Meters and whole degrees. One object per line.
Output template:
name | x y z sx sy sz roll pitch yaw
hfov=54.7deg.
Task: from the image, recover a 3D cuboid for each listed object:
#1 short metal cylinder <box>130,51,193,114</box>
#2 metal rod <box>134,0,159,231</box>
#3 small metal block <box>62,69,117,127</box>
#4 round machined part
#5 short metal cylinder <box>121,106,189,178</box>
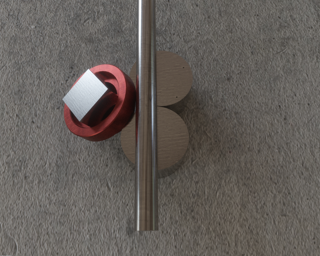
short metal cylinder | 0.001 -0.056 0.417 0.081 0.050 0.080 0 70 0
metal rod | -0.016 -0.035 0.369 0.025 0.025 0.299 -1 70 0
small metal block | -0.084 -0.036 0.379 0.050 0.025 0.050 -48 54 4
round machined part | -0.071 -0.028 0.396 0.098 0.042 0.098 -12 64 26
short metal cylinder | -0.006 0.019 0.388 0.081 0.050 0.080 0 69 0
